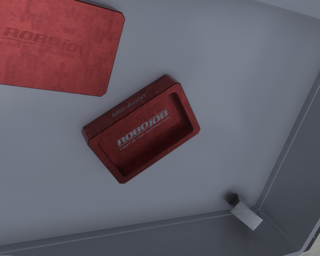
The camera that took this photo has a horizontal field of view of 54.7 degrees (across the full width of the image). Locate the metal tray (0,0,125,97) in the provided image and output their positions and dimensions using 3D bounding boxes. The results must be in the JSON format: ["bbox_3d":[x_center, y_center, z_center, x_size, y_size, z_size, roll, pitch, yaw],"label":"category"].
[{"bbox_3d":[-0.108,-0.083,0.296,0.131,0.030,0.089,5,116,-31],"label":"metal tray"}]

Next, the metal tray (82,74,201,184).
[{"bbox_3d":[-0.020,0.003,0.397,0.130,0.030,0.090,-34,129,-6],"label":"metal tray"}]

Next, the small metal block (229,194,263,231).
[{"bbox_3d":[0.154,0.151,0.559,0.050,0.050,0.025,39,98,5],"label":"small metal block"}]

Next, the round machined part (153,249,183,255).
[{"bbox_3d":[0.010,0.279,0.581,0.099,0.042,0.097,-14,124,-21],"label":"round machined part"}]
